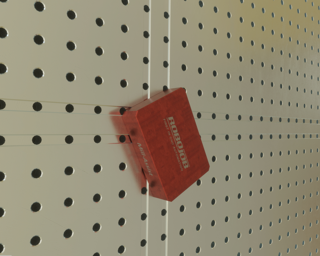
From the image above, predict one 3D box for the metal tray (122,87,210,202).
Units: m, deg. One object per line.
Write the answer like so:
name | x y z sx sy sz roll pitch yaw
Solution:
metal tray | 0.013 0.021 0.419 0.091 0.030 0.129 -32 110 -36
